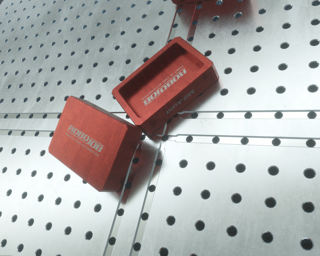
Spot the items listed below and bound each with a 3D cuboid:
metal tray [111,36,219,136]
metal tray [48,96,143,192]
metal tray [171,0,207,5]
[{"bbox_3d":[0.005,-0.062,0.438,0.130,0.030,0.090,-40,51,0],"label":"metal tray"},{"bbox_3d":[-0.093,0.018,0.422,0.130,0.030,0.090,26,96,36],"label":"metal tray"},{"bbox_3d":[0.065,-0.242,0.478,0.130,0.090,0.030,4,68,29],"label":"metal tray"}]
